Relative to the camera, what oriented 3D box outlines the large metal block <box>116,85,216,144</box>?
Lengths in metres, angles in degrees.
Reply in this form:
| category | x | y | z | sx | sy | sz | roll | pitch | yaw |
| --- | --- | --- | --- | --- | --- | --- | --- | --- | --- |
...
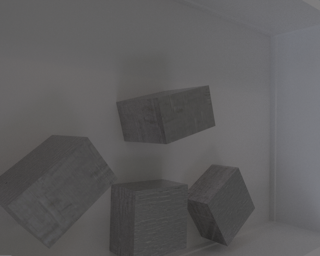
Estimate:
| category | x | y | z | sx | sy | sz | roll | pitch | yaw |
| --- | --- | --- | --- | --- | --- | --- | --- | --- | --- |
| large metal block | 0.007 | -0.017 | 0.376 | 0.081 | 0.080 | 0.050 | -18 | 102 | -39 |

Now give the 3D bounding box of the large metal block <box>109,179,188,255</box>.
| category | x | y | z | sx | sy | sz | roll | pitch | yaw |
| --- | --- | --- | --- | --- | --- | --- | --- | --- | --- |
| large metal block | -0.013 | 0.109 | 0.380 | 0.081 | 0.050 | 0.080 | 2 | 89 | -40 |

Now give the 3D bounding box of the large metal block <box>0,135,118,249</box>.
| category | x | y | z | sx | sy | sz | roll | pitch | yaw |
| --- | --- | --- | --- | --- | --- | --- | --- | --- | --- |
| large metal block | -0.101 | 0.052 | 0.286 | 0.080 | 0.080 | 0.050 | -45 | 117 | -30 |

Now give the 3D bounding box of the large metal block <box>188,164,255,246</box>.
| category | x | y | z | sx | sy | sz | roll | pitch | yaw |
| --- | --- | --- | --- | --- | --- | --- | --- | --- | --- |
| large metal block | 0.090 | 0.113 | 0.465 | 0.080 | 0.050 | 0.080 | -40 | 114 | -33 |
